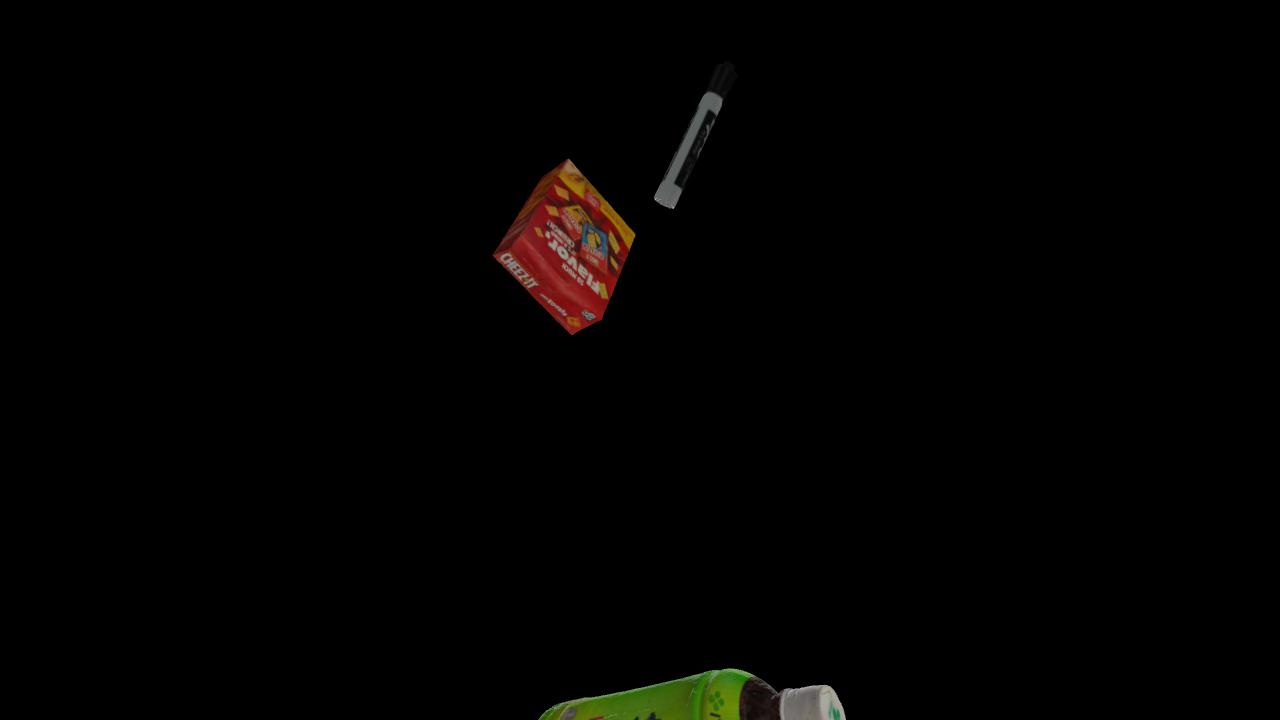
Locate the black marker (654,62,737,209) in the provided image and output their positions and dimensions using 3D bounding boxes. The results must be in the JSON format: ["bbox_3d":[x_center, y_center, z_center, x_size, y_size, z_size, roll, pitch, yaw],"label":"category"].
[{"bbox_3d":[0.045,-0.179,0.488,0.020,0.121,0.020,26,2,-1],"label":"black marker"}]

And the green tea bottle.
[{"bbox_3d":[0.023,0.234,0.380,0.212,0.073,0.073,-31,-16,28],"label":"green tea bottle"}]

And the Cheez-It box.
[{"bbox_3d":[-0.102,-0.171,0.911,0.071,0.223,0.166,-25,-57,34],"label":"Cheez-It box"}]
